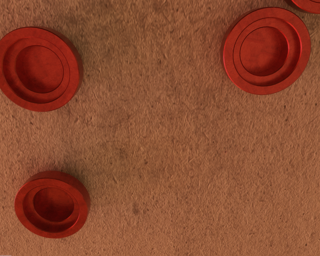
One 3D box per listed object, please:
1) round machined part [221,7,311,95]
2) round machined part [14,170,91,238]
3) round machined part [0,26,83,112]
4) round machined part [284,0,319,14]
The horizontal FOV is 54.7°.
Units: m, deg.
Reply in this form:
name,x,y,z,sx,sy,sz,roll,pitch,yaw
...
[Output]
name,x,y,z,sx,sy,sz,roll,pitch,yaw
round machined part,0.121,-0.092,0.368,0.099,0.042,0.097,0,110,0
round machined part,-0.147,0.103,0.437,0.099,0.042,0.097,0,110,0
round machined part,-0.141,-0.072,0.373,0.099,0.042,0.097,0,110,0
round machined part,0.174,-0.176,0.337,0.099,0.042,0.097,0,110,0
